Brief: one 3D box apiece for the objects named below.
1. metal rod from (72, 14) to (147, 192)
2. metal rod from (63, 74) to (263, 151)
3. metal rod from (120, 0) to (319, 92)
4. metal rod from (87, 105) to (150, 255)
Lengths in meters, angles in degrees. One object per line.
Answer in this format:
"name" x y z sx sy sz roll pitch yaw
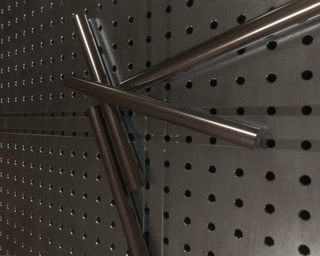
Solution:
"metal rod" -0.082 -0.048 0.474 0.025 0.025 0.299 -33 70 35
"metal rod" -0.019 -0.029 0.402 0.300 0.025 0.025 19 102 31
"metal rod" 0.065 -0.092 0.354 0.300 0.025 0.025 -17 80 38
"metal rod" -0.054 0.104 0.451 0.025 0.025 0.299 -32 70 35
